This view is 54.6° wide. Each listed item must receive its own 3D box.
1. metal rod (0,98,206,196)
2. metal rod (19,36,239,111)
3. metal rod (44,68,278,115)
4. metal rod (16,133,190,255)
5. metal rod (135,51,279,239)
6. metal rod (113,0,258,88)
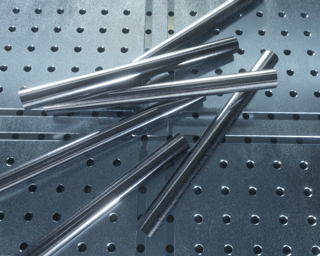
[{"bbox_3d":[-0.077,0.014,0.406,0.301,0.025,0.025,-25,72,-9],"label":"metal rod"},{"bbox_3d":[-0.029,-0.078,0.417,0.302,0.025,0.025,-18,71,-16],"label":"metal rod"},{"bbox_3d":[-0.004,-0.046,0.406,0.301,0.025,0.025,-6,70,6],"label":"metal rod"},{"bbox_3d":[-0.087,0.104,0.373,0.301,0.025,0.025,-36,74,-12],"label":"metal rod"},{"bbox_3d":[0.070,0.010,0.408,0.025,0.025,0.300,35,74,12],"label":"metal rod"},{"bbox_3d":[0.044,-0.139,0.462,0.301,0.025,0.025,-35,74,-12],"label":"metal rod"}]
